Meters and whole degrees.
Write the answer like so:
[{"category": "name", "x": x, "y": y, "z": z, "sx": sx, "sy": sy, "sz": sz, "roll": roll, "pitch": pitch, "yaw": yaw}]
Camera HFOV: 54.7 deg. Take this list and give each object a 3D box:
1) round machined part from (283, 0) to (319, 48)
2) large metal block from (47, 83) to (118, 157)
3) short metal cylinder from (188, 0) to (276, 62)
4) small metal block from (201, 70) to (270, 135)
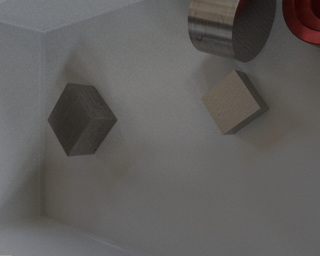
[{"category": "round machined part", "x": 0.157, "y": -0.113, "z": 0.256, "sx": 0.098, "sy": 0.042, "sz": 0.097, "roll": -8, "pitch": 79, "yaw": 53}, {"category": "large metal block", "x": -0.125, "y": -0.013, "z": 0.491, "sx": 0.080, "sy": 0.050, "sz": 0.080, "roll": -52, "pitch": 60, "yaw": 27}, {"category": "short metal cylinder", "x": 0.073, "y": -0.111, "z": 0.310, "sx": 0.050, "sy": 0.081, "sz": 0.079, "roll": 26, "pitch": 106, "yaw": 37}, {"category": "small metal block", "x": 0.081, "y": -0.027, "z": 0.339, "sx": 0.050, "sy": 0.025, "sz": 0.050, "roll": -41, "pitch": 66, "yaw": 32}]
